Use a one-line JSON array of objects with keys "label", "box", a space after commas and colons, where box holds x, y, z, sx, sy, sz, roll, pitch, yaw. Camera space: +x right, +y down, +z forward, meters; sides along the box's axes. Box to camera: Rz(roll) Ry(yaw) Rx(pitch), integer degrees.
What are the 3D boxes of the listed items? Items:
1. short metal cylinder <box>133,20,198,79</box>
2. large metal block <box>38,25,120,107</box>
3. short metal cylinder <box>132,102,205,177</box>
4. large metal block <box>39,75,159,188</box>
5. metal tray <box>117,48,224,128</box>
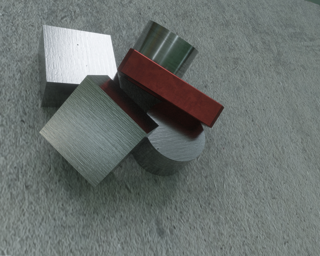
[{"label": "short metal cylinder", "box": [0.006, -0.106, 0.432, 0.080, 0.050, 0.080, 31, 11, -6]}, {"label": "large metal block", "box": [-0.101, -0.071, 0.376, 0.081, 0.050, 0.080, 1, 61, -28]}, {"label": "short metal cylinder", "box": [0.009, 0.014, 0.386, 0.081, 0.050, 0.080, 14, 56, -21]}, {"label": "large metal block", "box": [-0.062, 0.001, 0.327, 0.080, 0.080, 0.050, 45, 15, 2]}, {"label": "metal tray", "box": [0.010, -0.049, 0.400, 0.130, 0.090, 0.030, 31, 92, -8]}]
